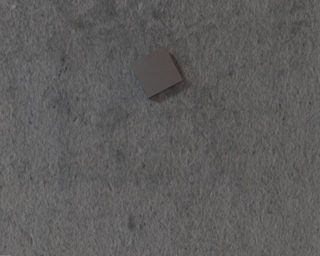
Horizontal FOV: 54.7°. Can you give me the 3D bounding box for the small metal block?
[{"bbox_3d":[-0.005,-0.072,0.410,0.050,0.025,0.050,-28,90,-1],"label":"small metal block"}]
